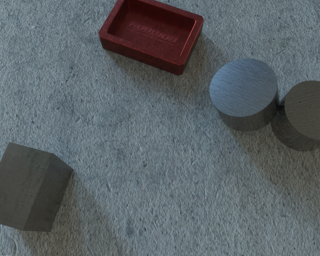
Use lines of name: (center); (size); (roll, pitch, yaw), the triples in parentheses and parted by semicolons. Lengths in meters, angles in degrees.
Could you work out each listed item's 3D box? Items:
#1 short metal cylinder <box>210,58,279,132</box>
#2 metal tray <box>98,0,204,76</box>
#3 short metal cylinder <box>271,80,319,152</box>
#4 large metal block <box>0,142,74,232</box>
short metal cylinder: (0.109, -0.041, 0.397); (0.080, 0.050, 0.080); (-9, 65, 20)
metal tray: (-0.012, -0.141, 0.456); (0.130, 0.030, 0.090); (21, 71, 7)
short metal cylinder: (0.193, -0.014, 0.402); (0.081, 0.050, 0.080); (0, 70, 0)
large metal block: (-0.147, 0.070, 0.352); (0.050, 0.080, 0.080); (14, 71, 5)
